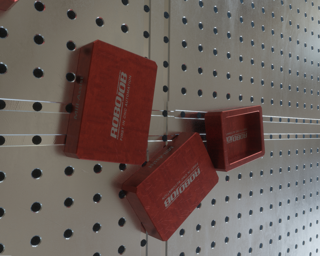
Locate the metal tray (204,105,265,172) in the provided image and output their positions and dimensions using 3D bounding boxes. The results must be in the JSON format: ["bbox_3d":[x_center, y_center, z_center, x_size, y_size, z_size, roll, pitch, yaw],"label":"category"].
[{"bbox_3d":[0.126,0.013,0.505,0.131,0.030,0.089,-11,97,-46],"label":"metal tray"}]

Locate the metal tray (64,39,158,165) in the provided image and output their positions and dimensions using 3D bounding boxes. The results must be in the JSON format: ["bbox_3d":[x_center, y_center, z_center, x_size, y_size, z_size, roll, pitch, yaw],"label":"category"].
[{"bbox_3d":[-0.054,-0.025,0.362,0.091,0.030,0.129,12,82,-40],"label":"metal tray"}]

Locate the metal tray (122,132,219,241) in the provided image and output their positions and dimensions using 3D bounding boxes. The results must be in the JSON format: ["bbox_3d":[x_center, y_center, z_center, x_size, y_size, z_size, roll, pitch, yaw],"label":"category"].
[{"bbox_3d":[0.020,0.076,0.425,0.131,0.030,0.090,-40,114,-33],"label":"metal tray"}]

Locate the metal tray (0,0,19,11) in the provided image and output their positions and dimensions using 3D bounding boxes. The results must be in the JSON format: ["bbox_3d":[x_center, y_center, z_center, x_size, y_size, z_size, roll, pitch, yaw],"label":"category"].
[{"bbox_3d":[-0.165,-0.182,0.267,0.091,0.030,0.129,7,85,-40],"label":"metal tray"}]
